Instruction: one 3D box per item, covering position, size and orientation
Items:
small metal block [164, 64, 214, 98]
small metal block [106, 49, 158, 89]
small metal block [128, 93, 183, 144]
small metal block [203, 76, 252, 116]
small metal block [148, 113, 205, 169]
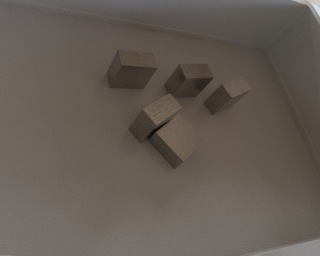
[{"bbox_3d":[0.042,-0.068,0.454,0.050,0.050,0.025,-8,66,-32],"label":"small metal block"},{"bbox_3d":[-0.038,-0.077,0.416,0.050,0.050,0.025,-2,63,-29],"label":"small metal block"},{"bbox_3d":[-0.006,-0.012,0.393,0.050,0.050,0.025,-34,81,-38],"label":"small metal block"},{"bbox_3d":[0.103,-0.049,0.475,0.050,0.050,0.025,-24,75,-36],"label":"small metal block"},{"bbox_3d":[0.022,0.017,0.407,0.050,0.025,0.050,47,51,4],"label":"small metal block"}]
